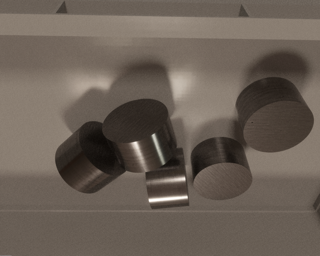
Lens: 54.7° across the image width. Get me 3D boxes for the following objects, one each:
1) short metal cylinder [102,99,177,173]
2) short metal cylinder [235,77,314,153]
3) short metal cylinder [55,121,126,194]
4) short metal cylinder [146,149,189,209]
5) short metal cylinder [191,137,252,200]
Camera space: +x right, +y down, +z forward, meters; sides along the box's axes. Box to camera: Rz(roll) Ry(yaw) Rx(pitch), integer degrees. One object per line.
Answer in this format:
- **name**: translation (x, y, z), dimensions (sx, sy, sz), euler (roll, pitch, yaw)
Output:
- **short metal cylinder**: translation (-0.024, 0.008, 0.380), dimensions (0.080, 0.080, 0.050), euler (-11, 129, 8)
- **short metal cylinder**: translation (0.138, -0.016, 0.382), dimensions (0.081, 0.050, 0.079), euler (0, 130, 0)
- **short metal cylinder**: translation (-0.087, 0.038, 0.404), dimensions (0.050, 0.080, 0.080), euler (-37, 121, 27)
- **short metal cylinder**: translation (0.011, 0.071, 0.434), dimensions (0.050, 0.080, 0.080), euler (-7, 130, 5)
- **short metal cylinder**: translation (0.086, 0.059, 0.444), dimensions (0.081, 0.050, 0.079), euler (0, 130, 0)
